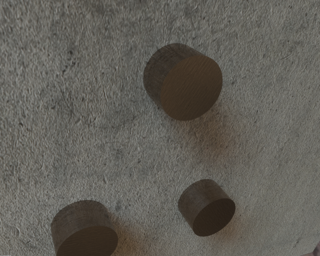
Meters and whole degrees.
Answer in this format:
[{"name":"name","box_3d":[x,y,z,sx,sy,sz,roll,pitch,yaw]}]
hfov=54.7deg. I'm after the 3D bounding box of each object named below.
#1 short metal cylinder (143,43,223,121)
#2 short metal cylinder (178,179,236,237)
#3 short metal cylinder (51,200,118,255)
[{"name":"short metal cylinder","box_3d":[0.027,-0.055,0.371,0.081,0.050,0.079,-14,124,-21]},{"name":"short metal cylinder","box_3d":[0.077,0.132,0.514,0.081,0.050,0.079,-14,124,-21]},{"name":"short metal cylinder","box_3d":[-0.104,0.146,0.424,0.081,0.050,0.079,-14,124,-21]}]
